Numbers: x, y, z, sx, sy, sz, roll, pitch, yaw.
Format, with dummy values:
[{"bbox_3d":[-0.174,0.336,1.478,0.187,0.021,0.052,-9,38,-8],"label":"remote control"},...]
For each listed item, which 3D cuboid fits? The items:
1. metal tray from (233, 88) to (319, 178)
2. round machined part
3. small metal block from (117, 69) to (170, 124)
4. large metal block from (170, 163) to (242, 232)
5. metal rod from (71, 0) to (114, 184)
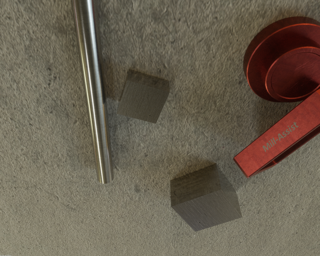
[{"bbox_3d":[0.162,0.007,0.379,0.091,0.030,0.129,-6,146,-50],"label":"metal tray"},{"bbox_3d":[0.145,-0.067,0.341,0.099,0.042,0.097,0,130,0],"label":"round machined part"},{"bbox_3d":[-0.021,-0.037,0.375,0.050,0.025,0.050,15,129,-12],"label":"small metal block"},{"bbox_3d":[0.071,0.111,0.486,0.080,0.050,0.080,-24,126,19],"label":"large metal block"},{"bbox_3d":[-0.077,-0.039,0.373,0.025,0.025,0.298,1,130,-1],"label":"metal rod"}]
